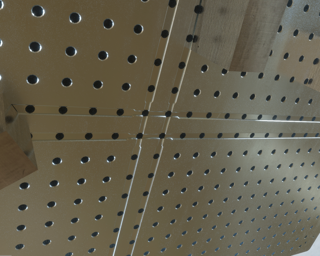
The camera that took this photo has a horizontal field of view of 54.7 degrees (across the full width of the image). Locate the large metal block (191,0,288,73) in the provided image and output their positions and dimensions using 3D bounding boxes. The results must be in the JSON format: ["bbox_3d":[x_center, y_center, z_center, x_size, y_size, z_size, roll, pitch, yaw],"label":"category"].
[{"bbox_3d":[0.085,-0.115,0.353,0.050,0.080,0.079,-3,120,-27],"label":"large metal block"}]

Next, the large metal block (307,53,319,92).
[{"bbox_3d":[0.293,-0.089,0.485,0.050,0.080,0.079,-5,121,-26],"label":"large metal block"}]

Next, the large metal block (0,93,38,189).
[{"bbox_3d":[-0.172,0.020,0.295,0.080,0.080,0.050,-29,129,-10],"label":"large metal block"}]
